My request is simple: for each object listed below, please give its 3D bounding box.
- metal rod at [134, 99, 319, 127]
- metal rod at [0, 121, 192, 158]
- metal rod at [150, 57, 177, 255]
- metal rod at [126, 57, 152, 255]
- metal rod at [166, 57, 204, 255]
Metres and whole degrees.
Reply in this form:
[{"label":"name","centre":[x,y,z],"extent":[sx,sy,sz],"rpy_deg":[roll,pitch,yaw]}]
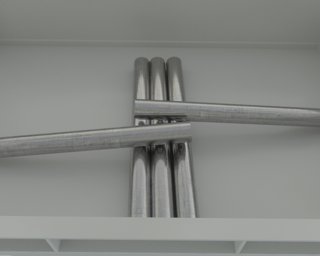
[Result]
[{"label":"metal rod","centre":[0.119,-0.017,0.397],"extent":[0.302,0.025,0.025],"rpy_deg":[2,50,-7]},{"label":"metal rod","centre":[-0.114,0.017,0.367],"extent":[0.302,0.025,0.025],"rpy_deg":[-5,50,3]},{"label":"metal rod","centre":[0.000,0.012,0.393],"extent":[0.025,0.025,0.300],"rpy_deg":[-1,50,-1]},{"label":"metal rod","centre":[-0.024,0.013,0.392],"extent":[0.025,0.025,0.300],"rpy_deg":[-1,50,-1]},{"label":"metal rod","centre":[0.026,0.012,0.394],"extent":[0.025,0.025,0.300],"rpy_deg":[-1,50,-1]}]
